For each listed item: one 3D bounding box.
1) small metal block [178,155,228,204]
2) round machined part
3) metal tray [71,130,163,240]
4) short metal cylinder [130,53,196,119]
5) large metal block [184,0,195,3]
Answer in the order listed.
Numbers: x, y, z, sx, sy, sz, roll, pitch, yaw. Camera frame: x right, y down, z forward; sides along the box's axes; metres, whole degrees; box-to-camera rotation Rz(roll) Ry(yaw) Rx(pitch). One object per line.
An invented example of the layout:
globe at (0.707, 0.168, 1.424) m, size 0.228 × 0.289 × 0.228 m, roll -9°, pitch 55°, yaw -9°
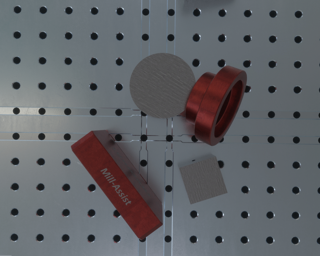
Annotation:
small metal block at (0.056, 0.068, 0.414) m, size 0.050 × 0.025 × 0.050 m, roll -18°, pitch 90°, yaw 0°
round machined part at (0.066, -0.030, 0.382) m, size 0.042 × 0.098 × 0.098 m, roll 26°, pitch 90°, yaw 23°
metal tray at (-0.047, 0.063, 0.380) m, size 0.030 × 0.090 × 0.130 m, roll -37°, pitch 90°, yaw 0°
short metal cylinder at (0.003, -0.051, 0.401) m, size 0.081 × 0.050 × 0.080 m, roll 0°, pitch 90°, yaw 0°
large metal block at (0.063, -0.220, 0.401) m, size 0.080 × 0.050 × 0.080 m, roll -13°, pitch 90°, yaw 0°
